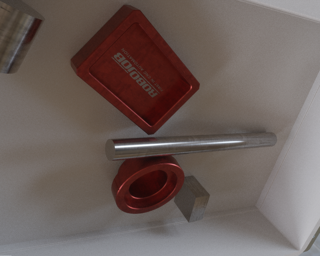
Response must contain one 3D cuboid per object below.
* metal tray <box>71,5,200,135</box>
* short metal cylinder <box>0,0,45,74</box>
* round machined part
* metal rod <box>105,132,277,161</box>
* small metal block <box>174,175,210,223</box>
[{"bbox_3d":[-0.023,-0.060,0.356,0.090,0.030,0.130,-45,130,3],"label":"metal tray"},{"bbox_3d":[-0.141,-0.086,0.243,0.080,0.080,0.050,24,105,-37],"label":"short metal cylinder"},{"bbox_3d":[-0.020,0.070,0.425,0.099,0.042,0.097,-16,135,-17],"label":"round machined part"},{"bbox_3d":[0.066,0.022,0.437,0.303,0.025,0.025,-1,119,-36],"label":"metal rod"},{"bbox_3d":[0.049,0.112,0.491,0.025,0.050,0.050,-3,120,-27],"label":"small metal block"}]
